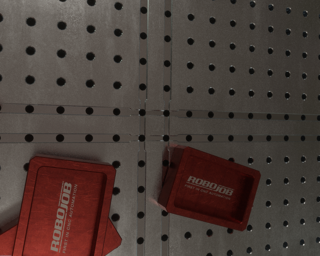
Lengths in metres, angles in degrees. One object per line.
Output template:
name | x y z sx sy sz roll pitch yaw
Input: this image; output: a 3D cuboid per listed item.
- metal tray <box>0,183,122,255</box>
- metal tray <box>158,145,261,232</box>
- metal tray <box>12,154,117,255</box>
metal tray | -0.123 0.133 0.365 0.131 0.030 0.090 -31 101 -18
metal tray | 0.072 0.086 0.438 0.131 0.030 0.090 20 83 -19
metal tray | -0.105 0.099 0.339 0.091 0.030 0.129 10 86 -20
